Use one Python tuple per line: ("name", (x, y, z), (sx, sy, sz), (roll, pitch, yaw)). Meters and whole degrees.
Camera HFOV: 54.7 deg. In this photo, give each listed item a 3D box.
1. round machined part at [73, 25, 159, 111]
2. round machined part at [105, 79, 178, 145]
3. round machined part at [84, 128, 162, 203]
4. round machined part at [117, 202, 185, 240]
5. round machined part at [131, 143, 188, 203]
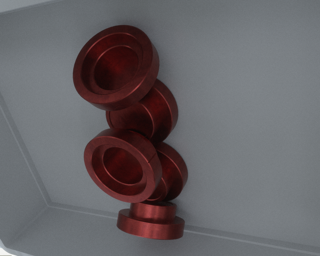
("round machined part", (-0.046, -0.064, 0.355), (0.098, 0.098, 0.042), (7, 164, 24))
("round machined part", (-0.030, -0.018, 0.398), (0.098, 0.042, 0.097), (13, 124, 20))
("round machined part", (-0.042, 0.042, 0.386), (0.098, 0.042, 0.097), (13, 124, 20))
("round machined part", (-0.012, 0.129, 0.457), (0.098, 0.098, 0.042), (6, 84, 24))
("round machined part", (-0.013, 0.068, 0.442), (0.098, 0.042, 0.097), (13, 124, 20))
